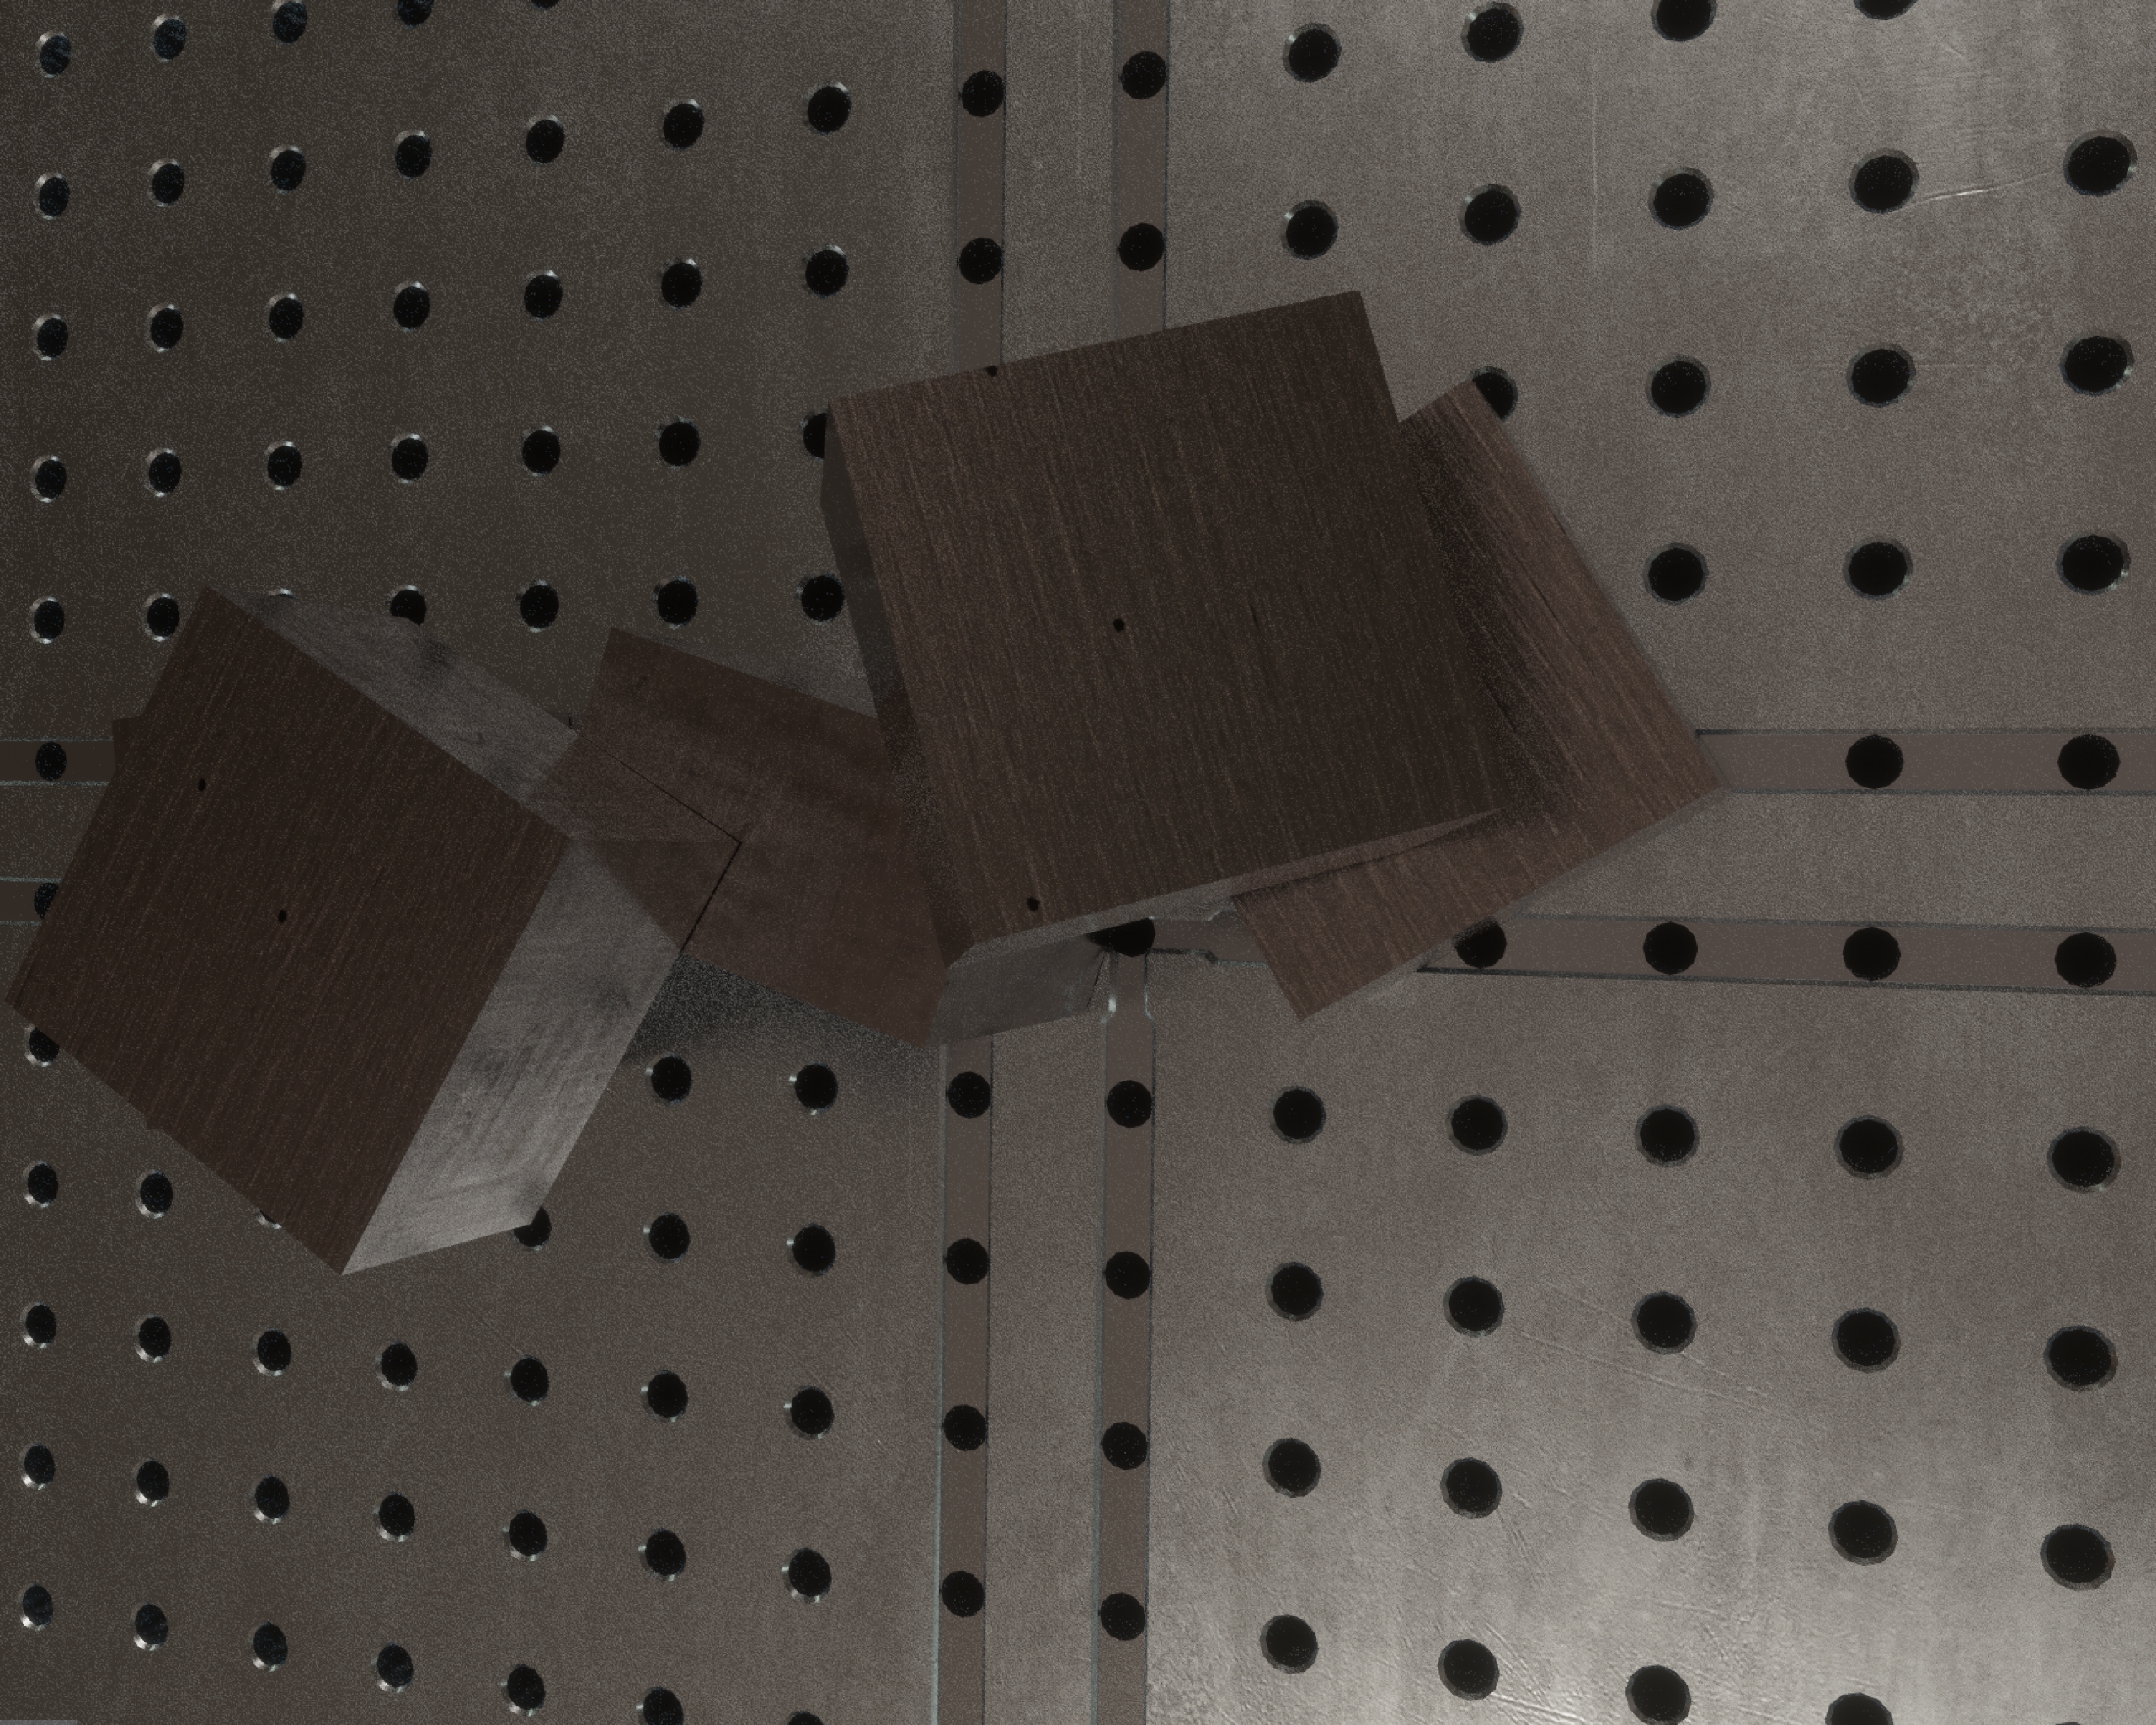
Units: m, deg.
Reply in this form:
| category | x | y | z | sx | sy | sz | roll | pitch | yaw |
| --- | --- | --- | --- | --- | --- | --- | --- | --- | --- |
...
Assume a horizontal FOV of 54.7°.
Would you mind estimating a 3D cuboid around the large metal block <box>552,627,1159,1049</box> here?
| category | x | y | z | sx | sy | sz | roll | pitch | yaw |
| --- | --- | --- | --- | --- | --- | --- | --- | --- | --- |
| large metal block | -0.040 | -0.005 | 0.396 | 0.080 | 0.080 | 0.050 | 20 | 97 | 18 |

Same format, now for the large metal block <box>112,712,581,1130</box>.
| category | x | y | z | sx | sy | sz | roll | pitch | yaw |
| --- | --- | --- | --- | --- | --- | --- | --- | --- | --- |
| large metal block | -0.146 | 0.009 | 0.433 | 0.050 | 0.080 | 0.080 | -7 | 88 | 19 |

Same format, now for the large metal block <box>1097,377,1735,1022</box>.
| category | x | y | z | sx | sy | sz | roll | pitch | yaw |
| --- | --- | --- | --- | --- | --- | --- | --- | --- | --- |
| large metal block | 0.060 | -0.027 | 0.377 | 0.080 | 0.050 | 0.080 | -32 | 80 | 17 |

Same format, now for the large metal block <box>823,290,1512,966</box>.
| category | x | y | z | sx | sy | sz | roll | pitch | yaw |
| --- | --- | --- | --- | --- | --- | --- | --- | --- | --- |
| large metal block | 0.010 | -0.034 | 0.322 | 0.081 | 0.050 | 0.080 | -14 | 85 | -10 |

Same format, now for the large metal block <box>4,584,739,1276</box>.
| category | x | y | z | sx | sy | sz | roll | pitch | yaw |
| --- | --- | --- | --- | --- | --- | --- | --- | --- | --- |
| large metal block | -0.119 | 0.010 | 0.354 | 0.080 | 0.050 | 0.080 | 33 | 100 | 17 |
